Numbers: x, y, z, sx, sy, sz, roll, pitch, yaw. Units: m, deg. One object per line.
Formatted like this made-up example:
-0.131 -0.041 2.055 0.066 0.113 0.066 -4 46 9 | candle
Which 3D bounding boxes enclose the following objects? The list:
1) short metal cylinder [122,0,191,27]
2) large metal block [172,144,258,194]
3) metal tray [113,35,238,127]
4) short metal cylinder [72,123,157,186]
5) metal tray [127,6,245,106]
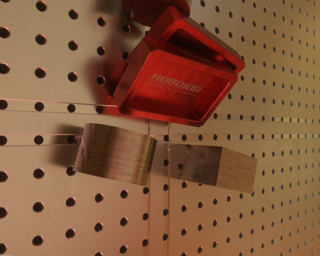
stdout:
-0.001 -0.163 0.369 0.080 0.080 0.050 18 73 -39 | short metal cylinder
0.077 0.057 0.438 0.080 0.080 0.050 19 78 -39 | large metal block
0.020 -0.050 0.379 0.131 0.030 0.089 9 129 -34 | metal tray
-0.047 0.030 0.334 0.080 0.080 0.050 20 77 -38 | short metal cylinder
0.036 -0.083 0.397 0.131 0.090 0.030 20 36 -38 | metal tray
